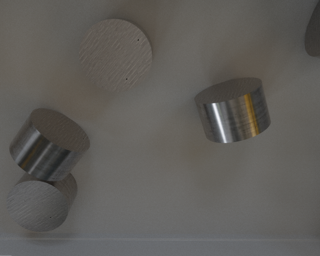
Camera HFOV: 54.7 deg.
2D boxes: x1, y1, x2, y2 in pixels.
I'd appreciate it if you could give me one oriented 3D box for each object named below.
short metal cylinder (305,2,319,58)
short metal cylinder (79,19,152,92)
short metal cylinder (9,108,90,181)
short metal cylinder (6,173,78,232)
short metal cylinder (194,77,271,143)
[{"bbox_3d":[0.208,-0.112,0.344,0.050,0.080,0.079,13,110,-5],"label":"short metal cylinder"},{"bbox_3d":[-0.049,-0.087,0.365,0.081,0.050,0.079,0,110,-1],"label":"short metal cylinder"},{"bbox_3d":[-0.136,0.020,0.388,0.080,0.080,0.050,36,106,-13],"label":"short metal cylinder"},{"bbox_3d":[-0.162,0.096,0.431,0.081,0.050,0.079,0,110,-1],"label":"short metal cylinder"},{"bbox_3d":[0.088,-0.023,0.375,0.080,0.080,0.050,-18,109,6],"label":"short metal cylinder"}]
